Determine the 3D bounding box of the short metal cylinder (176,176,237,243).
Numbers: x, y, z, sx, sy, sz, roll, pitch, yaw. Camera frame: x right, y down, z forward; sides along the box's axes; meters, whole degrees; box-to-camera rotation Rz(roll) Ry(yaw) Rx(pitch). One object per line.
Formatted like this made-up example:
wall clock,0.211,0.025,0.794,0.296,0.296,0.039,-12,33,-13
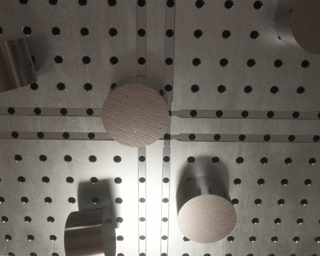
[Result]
short metal cylinder,0.064,0.116,0.444,0.081,0.050,0.079,0,110,-1

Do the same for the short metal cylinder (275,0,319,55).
short metal cylinder,0.181,-0.128,0.356,0.081,0.050,0.079,0,110,-1

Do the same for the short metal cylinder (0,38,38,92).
short metal cylinder,-0.189,-0.071,0.355,0.080,0.080,0.050,-8,110,2

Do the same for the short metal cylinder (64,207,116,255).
short metal cylinder,-0.097,0.156,0.441,0.050,0.080,0.079,-9,110,3

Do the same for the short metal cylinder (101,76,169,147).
short metal cylinder,-0.029,-0.022,0.392,0.081,0.050,0.079,0,110,-1
